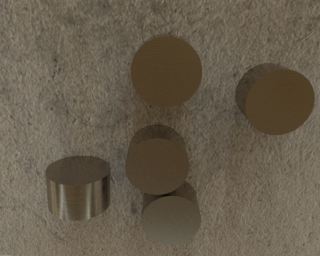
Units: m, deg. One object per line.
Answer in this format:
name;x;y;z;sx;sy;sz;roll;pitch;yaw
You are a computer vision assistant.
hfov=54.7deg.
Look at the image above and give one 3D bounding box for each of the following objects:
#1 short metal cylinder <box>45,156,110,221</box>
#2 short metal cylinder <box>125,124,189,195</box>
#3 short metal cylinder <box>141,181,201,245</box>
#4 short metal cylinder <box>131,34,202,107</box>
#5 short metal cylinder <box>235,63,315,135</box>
short metal cylinder;-0.106;0.076;0.407;0.081;0.080;0.050;3;110;-2
short metal cylinder;-0.004;0.041;0.412;0.081;0.050;0.079;0;110;-1
short metal cylinder;0.015;0.117;0.440;0.081;0.050;0.079;0;110;-1
short metal cylinder;0.007;-0.070;0.371;0.081;0.050;0.079;0;110;-1
short metal cylinder;0.140;-0.037;0.385;0.081;0.050;0.079;0;110;-1
